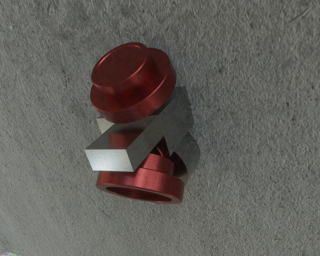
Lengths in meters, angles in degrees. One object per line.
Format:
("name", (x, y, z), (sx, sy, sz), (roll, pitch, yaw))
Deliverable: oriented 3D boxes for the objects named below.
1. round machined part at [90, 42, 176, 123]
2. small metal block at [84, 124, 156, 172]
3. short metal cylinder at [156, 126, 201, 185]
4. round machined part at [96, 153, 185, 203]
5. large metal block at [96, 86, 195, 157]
("round machined part", (-0.035, -0.056, 0.339), (0.098, 0.098, 0.042), (-2, 142, 29))
("small metal block", (-0.040, 0.020, 0.319), (0.050, 0.050, 0.025), (-2, 117, 29))
("short metal cylinder", (0.008, 0.040, 0.413), (0.080, 0.050, 0.079), (13, 124, 20))
("round machined part", (-0.020, 0.056, 0.356), (0.099, 0.042, 0.098), (9, 159, 4))
("large metal block", (-0.014, -0.009, 0.372), (0.080, 0.080, 0.050), (-2, 118, 29))
